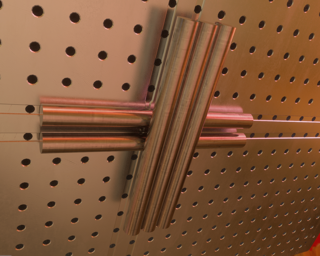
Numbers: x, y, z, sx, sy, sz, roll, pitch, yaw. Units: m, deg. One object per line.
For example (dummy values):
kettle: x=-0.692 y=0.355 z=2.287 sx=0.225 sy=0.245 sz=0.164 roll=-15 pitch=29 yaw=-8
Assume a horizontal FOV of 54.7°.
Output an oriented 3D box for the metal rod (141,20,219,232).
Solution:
metal rod: x=0.017 y=0.016 z=0.400 sx=0.025 sy=0.025 sz=0.298 roll=1 pitch=118 yaw=-29

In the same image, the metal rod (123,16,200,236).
metal rod: x=-0.006 y=0.016 z=0.387 sx=0.025 sy=0.025 sz=0.298 roll=1 pitch=118 yaw=-29

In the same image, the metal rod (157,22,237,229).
metal rod: x=0.039 y=0.014 z=0.411 sx=0.025 sy=0.025 sz=0.298 roll=1 pitch=118 yaw=-29

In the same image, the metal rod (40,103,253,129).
metal rod: x=0.004 y=-0.013 z=0.407 sx=0.303 sy=0.025 sz=0.025 roll=1 pitch=118 yaw=-29

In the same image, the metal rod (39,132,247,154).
metal rod: x=-0.002 y=0.018 z=0.423 sx=0.303 sy=0.025 sz=0.025 roll=1 pitch=118 yaw=-29
